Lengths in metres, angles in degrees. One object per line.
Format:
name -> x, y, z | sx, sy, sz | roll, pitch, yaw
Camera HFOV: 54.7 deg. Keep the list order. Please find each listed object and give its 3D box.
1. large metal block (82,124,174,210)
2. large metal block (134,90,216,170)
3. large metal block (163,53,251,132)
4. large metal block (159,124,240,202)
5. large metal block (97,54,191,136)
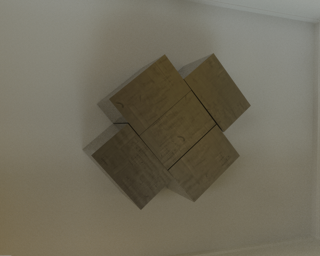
large metal block -> -0.041, 0.041, 0.366 | 0.050, 0.080, 0.080 | -43, 104, -15
large metal block -> 0.008, 0.002, 0.385 | 0.080, 0.080, 0.050 | -42, 104, -15
large metal block -> 0.055, -0.042, 0.402 | 0.050, 0.080, 0.080 | -43, 104, -15
large metal block -> 0.039, 0.040, 0.396 | 0.080, 0.080, 0.050 | -42, 104, -15
large metal block -> -0.022, -0.037, 0.372 | 0.080, 0.080, 0.050 | -42, 104, -15
